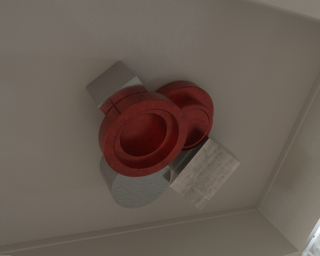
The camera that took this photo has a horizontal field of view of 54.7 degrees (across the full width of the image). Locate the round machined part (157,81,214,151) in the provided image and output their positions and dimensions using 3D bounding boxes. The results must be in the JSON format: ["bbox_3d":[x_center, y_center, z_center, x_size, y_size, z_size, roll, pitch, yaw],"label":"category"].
[{"bbox_3d":[0.030,-0.009,0.406,0.099,0.042,0.097,-14,125,-21],"label":"round machined part"}]

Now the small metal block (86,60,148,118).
[{"bbox_3d":[-0.048,-0.042,0.339,0.050,0.050,0.025,-39,130,-2],"label":"small metal block"}]

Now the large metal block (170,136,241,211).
[{"bbox_3d":[0.061,0.056,0.432,0.050,0.080,0.080,39,97,2],"label":"large metal block"}]

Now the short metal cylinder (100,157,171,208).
[{"bbox_3d":[-0.033,0.059,0.410,0.081,0.050,0.079,-14,125,-21],"label":"short metal cylinder"}]

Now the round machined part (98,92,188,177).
[{"bbox_3d":[-0.022,0.004,0.350,0.099,0.042,0.097,-14,125,-21],"label":"round machined part"}]
